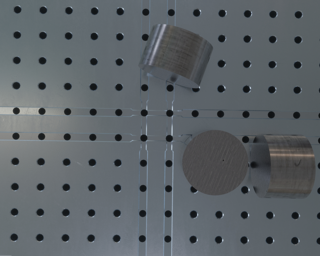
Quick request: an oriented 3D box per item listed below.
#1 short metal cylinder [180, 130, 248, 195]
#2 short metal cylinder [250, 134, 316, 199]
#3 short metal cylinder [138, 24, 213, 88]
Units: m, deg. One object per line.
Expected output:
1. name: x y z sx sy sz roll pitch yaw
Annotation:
1. short metal cylinder: 0.067 0.042 0.401 0.081 0.050 0.079 0 90 0
2. short metal cylinder: 0.150 0.047 0.387 0.050 0.080 0.079 1 90 0
3. short metal cylinder: 0.019 -0.087 0.386 0.080 0.080 0.050 20 90 0
